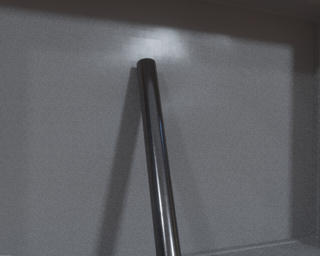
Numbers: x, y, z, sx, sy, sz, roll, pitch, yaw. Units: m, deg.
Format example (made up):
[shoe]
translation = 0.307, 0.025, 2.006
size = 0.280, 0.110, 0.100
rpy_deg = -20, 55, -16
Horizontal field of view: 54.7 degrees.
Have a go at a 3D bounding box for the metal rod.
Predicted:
[metal rod]
translation = -0.001, 0.051, 0.347
size = 0.025, 0.025, 0.299
rpy_deg = 2, 65, -20
